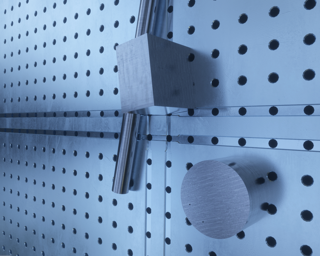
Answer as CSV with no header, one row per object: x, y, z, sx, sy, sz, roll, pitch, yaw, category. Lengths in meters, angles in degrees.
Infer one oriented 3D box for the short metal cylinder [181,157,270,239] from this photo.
0.070,0.073,0.336,0.080,0.050,0.080,0,90,40,short metal cylinder

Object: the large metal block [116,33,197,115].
-0.003,-0.060,0.376,0.050,0.081,0.080,-10,84,40,large metal block

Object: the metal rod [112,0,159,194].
-0.034,-0.053,0.437,0.025,0.025,0.298,16,100,39,metal rod
